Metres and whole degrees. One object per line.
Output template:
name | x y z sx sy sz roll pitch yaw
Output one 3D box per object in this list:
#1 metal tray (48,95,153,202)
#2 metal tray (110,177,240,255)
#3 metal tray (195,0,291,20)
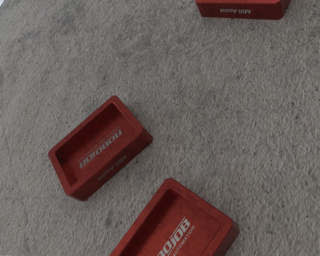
metal tray | -0.085 0.026 0.429 0.130 0.030 0.090 -41 51 0
metal tray | 0.008 0.128 0.317 0.090 0.030 0.130 30 78 37
metal tray | 0.129 -0.207 0.460 0.130 0.030 0.090 17 70 34
